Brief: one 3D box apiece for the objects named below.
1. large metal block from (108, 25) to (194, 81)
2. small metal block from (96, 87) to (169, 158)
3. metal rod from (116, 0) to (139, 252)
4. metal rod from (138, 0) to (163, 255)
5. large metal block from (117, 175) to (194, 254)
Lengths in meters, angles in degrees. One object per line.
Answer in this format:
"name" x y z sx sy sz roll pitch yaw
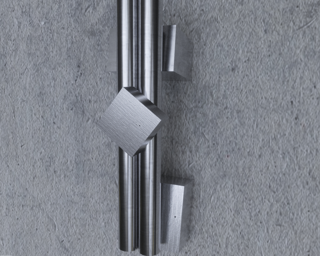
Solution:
"large metal block" -0.008 -0.089 0.384 0.080 0.080 0.050 4 91 20
"small metal block" -0.028 -0.007 0.316 0.050 0.025 0.050 41 109 9
"metal rod" -0.035 -0.008 0.345 0.025 0.025 0.298 3 98 20
"metal rod" -0.011 -0.007 0.336 0.025 0.025 0.298 3 98 20
"large metal block" -0.004 0.104 0.398 0.080 0.050 0.079 5 92 20
